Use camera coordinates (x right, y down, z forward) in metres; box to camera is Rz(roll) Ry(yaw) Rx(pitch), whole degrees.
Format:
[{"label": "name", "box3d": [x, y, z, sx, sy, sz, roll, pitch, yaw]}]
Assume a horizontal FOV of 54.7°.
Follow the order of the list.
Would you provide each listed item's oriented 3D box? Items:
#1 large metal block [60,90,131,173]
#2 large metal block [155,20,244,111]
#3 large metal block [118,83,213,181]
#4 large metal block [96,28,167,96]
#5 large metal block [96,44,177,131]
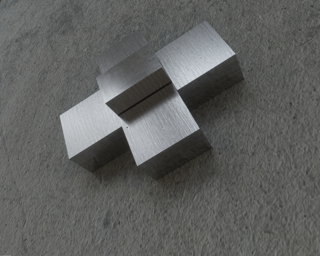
[{"label": "large metal block", "box3d": [-0.084, 0.002, 0.430, 0.080, 0.050, 0.080, -32, 52, 7]}, {"label": "large metal block", "box3d": [0.051, -0.083, 0.411, 0.080, 0.050, 0.080, -32, 52, 7]}, {"label": "large metal block", "box3d": [0.005, 0.005, 0.381, 0.080, 0.050, 0.080, -32, 52, 7]}, {"label": "large metal block", "box3d": [-0.040, -0.088, 0.462, 0.080, 0.050, 0.080, -32, 52, 7]}, {"label": "large metal block", "box3d": [-0.024, -0.049, 0.411, 0.080, 0.080, 0.050, -32, 52, 7]}]
